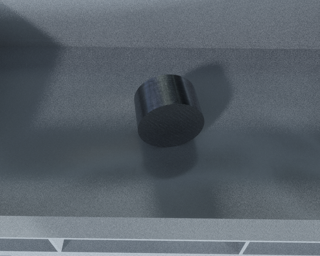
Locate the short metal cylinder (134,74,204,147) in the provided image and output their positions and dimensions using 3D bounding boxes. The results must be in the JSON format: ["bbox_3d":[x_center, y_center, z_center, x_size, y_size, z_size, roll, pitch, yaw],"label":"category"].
[{"bbox_3d":[0.010,-0.020,0.386,0.080,0.080,0.050,-6,50,-5],"label":"short metal cylinder"}]
